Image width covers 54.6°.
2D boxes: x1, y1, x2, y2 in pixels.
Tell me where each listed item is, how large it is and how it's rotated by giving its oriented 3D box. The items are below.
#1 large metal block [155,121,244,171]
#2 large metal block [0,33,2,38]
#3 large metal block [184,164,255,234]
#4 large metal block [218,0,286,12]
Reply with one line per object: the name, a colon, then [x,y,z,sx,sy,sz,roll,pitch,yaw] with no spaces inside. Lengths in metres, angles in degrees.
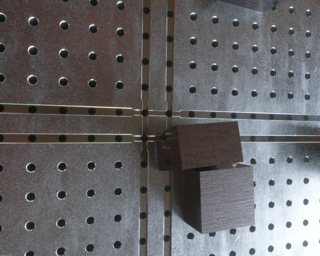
large metal block: [0.046,0.025,0.397,0.081,0.080,0.050,-4,83,-20]
large metal block: [-0.213,-0.106,0.305,0.080,0.080,0.050,-31,100,-17]
large metal block: [0.081,0.093,0.429,0.081,0.050,0.080,-3,91,-20]
large metal block: [0.135,-0.224,0.448,0.081,0.050,0.080,6,88,-20]
